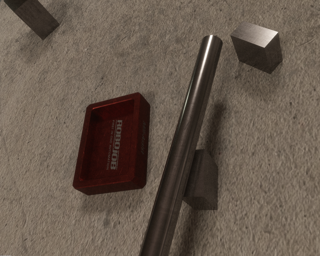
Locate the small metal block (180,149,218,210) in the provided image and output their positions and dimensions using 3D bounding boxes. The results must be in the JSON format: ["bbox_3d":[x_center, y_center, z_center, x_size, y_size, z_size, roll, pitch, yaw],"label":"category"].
[{"bbox_3d":[0.043,0.056,0.330,0.025,0.050,0.050,-7,59,24],"label":"small metal block"}]

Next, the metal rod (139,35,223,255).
[{"bbox_3d":[0.021,0.029,0.309,0.025,0.025,0.300,4,63,29],"label":"metal rod"}]

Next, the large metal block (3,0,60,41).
[{"bbox_3d":[-0.272,-0.245,0.658,0.050,0.080,0.080,-45,51,-3],"label":"large metal block"}]

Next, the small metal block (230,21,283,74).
[{"bbox_3d":[0.121,-0.100,0.385,0.025,0.050,0.050,-49,52,-6],"label":"small metal block"}]

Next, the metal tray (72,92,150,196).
[{"bbox_3d":[-0.063,0.020,0.419,0.090,0.030,0.130,-11,57,21],"label":"metal tray"}]
